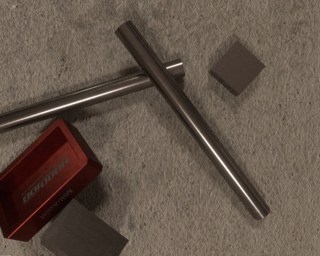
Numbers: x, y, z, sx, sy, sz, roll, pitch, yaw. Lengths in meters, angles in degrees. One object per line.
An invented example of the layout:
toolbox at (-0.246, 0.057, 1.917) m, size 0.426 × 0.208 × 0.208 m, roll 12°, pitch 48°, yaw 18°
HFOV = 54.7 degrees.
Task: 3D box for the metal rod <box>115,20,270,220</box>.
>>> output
metal rod at (0.045, -0.005, 0.393) m, size 0.025 × 0.025 × 0.299 m, roll -37°, pitch 97°, yaw 0°

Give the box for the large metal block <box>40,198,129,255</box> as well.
large metal block at (-0.094, 0.138, 0.374) m, size 0.080 × 0.080 × 0.050 m, roll 38°, pitch 57°, yaw -1°

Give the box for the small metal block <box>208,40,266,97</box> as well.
small metal block at (0.101, -0.078, 0.411) m, size 0.050 × 0.025 × 0.050 m, roll 42°, pitch 90°, yaw -1°

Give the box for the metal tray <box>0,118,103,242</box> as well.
metal tray at (-0.143, 0.061, 0.381) m, size 0.130 × 0.030 × 0.090 m, roll -44°, pitch 53°, yaw -1°

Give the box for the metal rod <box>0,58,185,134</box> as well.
metal rod at (-0.114, -0.035, 0.408) m, size 0.302 × 0.025 × 0.025 m, roll -17°, pitch 90°, yaw -1°
